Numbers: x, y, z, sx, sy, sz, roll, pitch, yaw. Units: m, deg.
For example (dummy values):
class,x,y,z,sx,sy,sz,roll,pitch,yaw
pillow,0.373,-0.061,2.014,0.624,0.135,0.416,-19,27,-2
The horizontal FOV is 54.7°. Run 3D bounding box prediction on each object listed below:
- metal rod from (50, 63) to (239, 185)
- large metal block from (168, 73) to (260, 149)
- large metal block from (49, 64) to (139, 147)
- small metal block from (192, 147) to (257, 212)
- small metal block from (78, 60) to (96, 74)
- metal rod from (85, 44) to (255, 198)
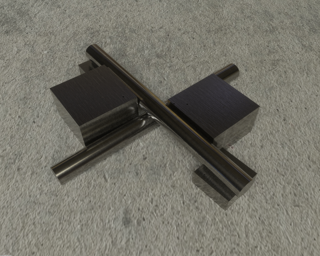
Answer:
class,x,y,z,sx,sy,sz,roll,pitch,yaw
metal rod,-0.003,-0.017,0.420,0.302,0.025,0.025,-32,57,-24
large metal block,0.066,-0.015,0.402,0.081,0.050,0.080,-32,57,-24
large metal block,-0.085,-0.029,0.410,0.081,0.050,0.080,-30,56,-23
small metal block,0.074,0.058,0.357,0.050,0.025,0.050,-36,59,-26
small metal block,-0.089,-0.084,0.476,0.050,0.025,0.050,-30,56,-23
metal rod,-0.006,-0.026,0.393,0.025,0.025,0.300,-32,57,-24
